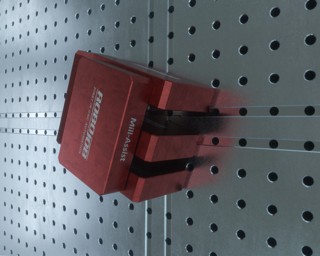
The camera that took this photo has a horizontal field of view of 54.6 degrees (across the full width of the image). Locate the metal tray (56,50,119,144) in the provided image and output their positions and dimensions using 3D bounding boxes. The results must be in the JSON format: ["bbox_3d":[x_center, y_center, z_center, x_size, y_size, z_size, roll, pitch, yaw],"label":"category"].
[{"bbox_3d":[-0.096,-0.040,0.444,0.030,0.090,0.129,20,104,16],"label":"metal tray"}]

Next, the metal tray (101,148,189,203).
[{"bbox_3d":[-0.041,0.044,0.401,0.130,0.091,0.030,27,107,36],"label":"metal tray"}]

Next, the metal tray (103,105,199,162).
[{"bbox_3d":[-0.028,0.000,0.390,0.130,0.091,0.030,25,105,36],"label":"metal tray"}]

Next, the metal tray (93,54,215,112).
[{"bbox_3d":[-0.012,-0.055,0.376,0.130,0.091,0.030,27,107,37],"label":"metal tray"}]

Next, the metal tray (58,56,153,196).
[{"bbox_3d":[-0.064,-0.004,0.342,0.090,0.030,0.129,26,107,37],"label":"metal tray"}]
